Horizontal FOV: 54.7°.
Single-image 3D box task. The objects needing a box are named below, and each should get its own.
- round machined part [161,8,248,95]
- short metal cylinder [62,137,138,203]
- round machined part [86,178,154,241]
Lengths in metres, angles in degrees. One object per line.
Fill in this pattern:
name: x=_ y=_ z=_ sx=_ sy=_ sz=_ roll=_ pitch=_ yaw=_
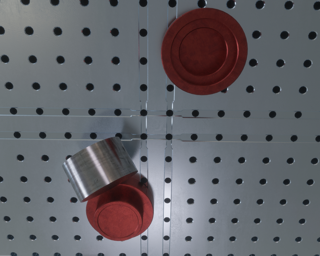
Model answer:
round machined part: x=0.050 y=-0.092 z=0.371 sx=0.099 sy=0.042 sz=0.097 roll=0 pitch=110 yaw=0
short metal cylinder: x=-0.075 y=0.053 z=0.395 sx=0.080 sy=0.080 sz=0.050 roll=-32 pitch=80 yaw=11
round machined part: x=-0.058 y=0.123 z=0.449 sx=0.099 sy=0.042 sz=0.097 roll=0 pitch=110 yaw=0
